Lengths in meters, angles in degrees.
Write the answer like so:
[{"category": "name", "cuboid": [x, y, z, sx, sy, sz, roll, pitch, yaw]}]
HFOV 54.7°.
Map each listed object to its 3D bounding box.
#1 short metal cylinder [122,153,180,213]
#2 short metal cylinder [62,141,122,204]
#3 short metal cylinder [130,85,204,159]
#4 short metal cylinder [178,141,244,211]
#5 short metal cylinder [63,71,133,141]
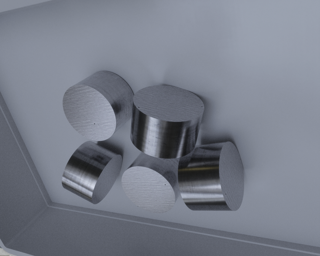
[{"category": "short metal cylinder", "cuboid": [-0.006, 0.073, 0.437, 0.080, 0.050, 0.079, 13, 124, 20]}, {"category": "short metal cylinder", "cuboid": [-0.099, 0.066, 0.461, 0.050, 0.080, 0.079, 24, 127, 13]}, {"category": "short metal cylinder", "cuboid": [0.007, -0.009, 0.362, 0.080, 0.080, 0.050, 20, 126, 16]}, {"category": "short metal cylinder", "cuboid": [0.063, 0.059, 0.373, 0.050, 0.080, 0.080, -9, 114, 32]}, {"category": "short metal cylinder", "cuboid": [-0.080, -0.030, 0.412, 0.080, 0.050, 0.079, 13, 124, 20]}]
